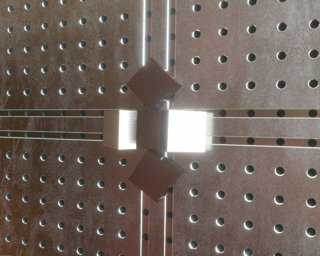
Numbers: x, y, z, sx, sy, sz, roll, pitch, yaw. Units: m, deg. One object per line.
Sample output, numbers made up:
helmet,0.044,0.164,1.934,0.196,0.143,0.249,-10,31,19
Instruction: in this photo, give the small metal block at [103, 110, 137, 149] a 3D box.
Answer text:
small metal block,-0.055,0.001,0.419,0.050,0.025,0.050,4,93,56

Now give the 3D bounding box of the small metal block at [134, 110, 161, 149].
small metal block,-0.007,0.002,0.415,0.050,0.025,0.050,2,90,20

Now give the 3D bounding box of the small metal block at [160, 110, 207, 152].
small metal block,0.029,0.004,0.388,0.050,0.025,0.050,2,91,-21

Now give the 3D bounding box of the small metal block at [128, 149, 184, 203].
small metal block,-0.006,0.062,0.414,0.050,0.025,0.050,36,102,18

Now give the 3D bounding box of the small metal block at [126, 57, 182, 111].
small metal block,-0.008,-0.058,0.416,0.050,0.025,0.050,-45,75,14
